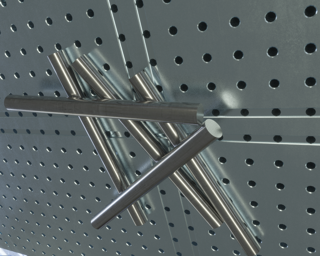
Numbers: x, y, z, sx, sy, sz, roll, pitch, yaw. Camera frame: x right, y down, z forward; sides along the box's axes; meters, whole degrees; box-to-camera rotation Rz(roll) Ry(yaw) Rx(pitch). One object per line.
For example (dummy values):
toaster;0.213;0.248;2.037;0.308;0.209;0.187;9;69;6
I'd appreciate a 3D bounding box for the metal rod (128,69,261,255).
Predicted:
metal rod;0.052;0.054;0.416;0.025;0.025;0.299;-25;105;36

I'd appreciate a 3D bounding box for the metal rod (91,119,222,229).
metal rod;-0.023;0.081;0.439;0.025;0.025;0.299;44;129;-3

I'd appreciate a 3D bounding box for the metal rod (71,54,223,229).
metal rod;-0.012;0.023;0.430;0.025;0.025;0.300;-34;100;38

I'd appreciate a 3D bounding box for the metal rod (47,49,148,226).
metal rod;-0.087;0.027;0.471;0.025;0.025;0.299;-10;114;32

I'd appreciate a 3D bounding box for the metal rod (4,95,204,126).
metal rod;-0.091;-0.027;0.408;0.301;0.025;0.025;5;121;25
